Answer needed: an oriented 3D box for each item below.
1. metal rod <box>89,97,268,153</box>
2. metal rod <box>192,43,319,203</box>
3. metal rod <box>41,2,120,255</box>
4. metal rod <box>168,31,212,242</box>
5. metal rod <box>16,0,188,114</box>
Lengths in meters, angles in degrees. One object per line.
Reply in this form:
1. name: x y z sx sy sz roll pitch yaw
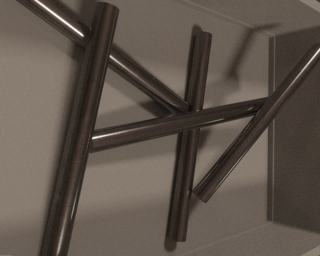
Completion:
1. metal rod: 0.048 -0.011 0.418 0.303 0.025 0.025 -12 98 -31
2. metal rod: 0.152 -0.014 0.456 0.300 0.025 0.025 -48 120 -11
3. metal rod: -0.085 0.020 0.318 0.025 0.025 0.298 13 87 -40
4. metal rod: 0.045 0.007 0.446 0.025 0.025 0.298 14 81 -40
5. metal rod: -0.074 -0.095 0.345 0.301 0.025 0.025 33 69 -35
